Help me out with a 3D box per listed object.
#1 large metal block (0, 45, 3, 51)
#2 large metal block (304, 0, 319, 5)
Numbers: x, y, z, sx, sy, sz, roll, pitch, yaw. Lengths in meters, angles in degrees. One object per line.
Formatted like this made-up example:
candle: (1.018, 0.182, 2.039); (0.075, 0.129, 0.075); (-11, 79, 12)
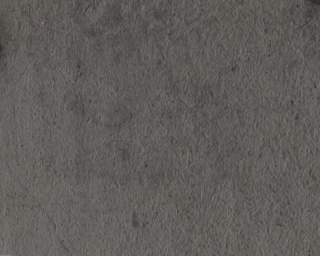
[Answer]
large metal block: (-0.322, -0.145, 0.509); (0.080, 0.050, 0.080); (-31, 80, 17)
large metal block: (0.211, -0.167, 0.321); (0.080, 0.050, 0.080); (28, 99, 17)
